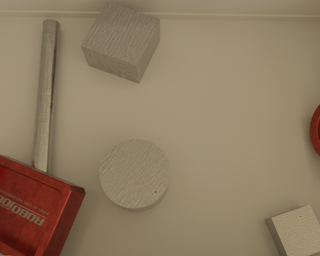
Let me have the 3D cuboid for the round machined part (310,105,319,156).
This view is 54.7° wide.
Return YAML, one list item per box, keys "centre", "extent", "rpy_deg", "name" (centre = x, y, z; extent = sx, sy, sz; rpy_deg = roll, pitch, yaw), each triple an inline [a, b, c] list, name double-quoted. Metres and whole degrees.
- centre: [0.241, 0.002, 0.380]
  extent: [0.042, 0.098, 0.098]
  rpy_deg: [11, 68, -27]
  name: "round machined part"

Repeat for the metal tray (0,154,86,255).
- centre: [-0.159, 0.088, 0.347]
  extent: [0.130, 0.030, 0.090]
  rpy_deg: [16, 78, 22]
  name: "metal tray"

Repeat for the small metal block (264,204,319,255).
- centre: [0.161, 0.124, 0.366]
  extent: [0.050, 0.025, 0.050]
  rpy_deg: [-17, 71, -7]
  name: "small metal block"

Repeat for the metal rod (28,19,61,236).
- centre: [-0.153, -0.015, 0.413]
  extent: [0.025, 0.025, 0.299]
  rpy_deg: [-3, 70, -2]
  name: "metal rod"

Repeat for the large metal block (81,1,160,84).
- centre: [-0.052, -0.121, 0.440]
  extent: [0.080, 0.050, 0.080]
  rpy_deg: [21, 71, 7]
  name: "large metal block"

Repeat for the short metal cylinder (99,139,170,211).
- centre: [-0.028, 0.059, 0.375]
  extent: [0.081, 0.050, 0.080]
  rpy_deg: [0, 70, 0]
  name: "short metal cylinder"
